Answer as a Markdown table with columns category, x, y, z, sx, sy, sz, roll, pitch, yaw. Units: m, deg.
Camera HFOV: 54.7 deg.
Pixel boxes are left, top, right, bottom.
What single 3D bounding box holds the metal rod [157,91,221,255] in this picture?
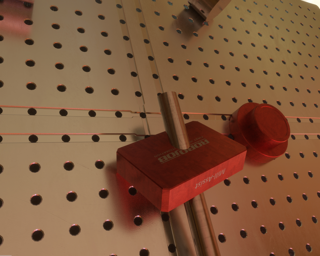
| category | x | y | z | sx | sy | sz | roll | pitch | yaw |
| --- | --- | --- | --- | --- | --- | --- | --- | --- | --- |
| metal rod | 0.043 | 0.098 | 0.347 | 0.025 | 0.025 | 0.299 | -4 | 71 | -30 |

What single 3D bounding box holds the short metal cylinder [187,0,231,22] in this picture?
| category | x | y | z | sx | sy | sz | roll | pitch | yaw |
| --- | --- | --- | --- | --- | --- | --- | --- | --- | --- |
| short metal cylinder | 0.098 | -0.246 | 0.575 | 0.050 | 0.080 | 0.080 | 47 | 51 | 4 |

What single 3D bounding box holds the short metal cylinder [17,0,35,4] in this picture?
| category | x | y | z | sx | sy | sz | roll | pitch | yaw |
| --- | --- | --- | --- | --- | --- | --- | --- | --- | --- |
| short metal cylinder | -0.185 | -0.208 | 0.400 | 0.050 | 0.080 | 0.080 | 7 | 59 | -25 |

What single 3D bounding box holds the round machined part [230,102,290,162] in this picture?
| category | x | y | z | sx | sy | sz | roll | pitch | yaw |
| --- | --- | --- | --- | --- | --- | --- | --- | --- | --- |
| round machined part | 0.162 | 0.000 | 0.484 | 0.099 | 0.042 | 0.098 | 14 | 56 | -21 |

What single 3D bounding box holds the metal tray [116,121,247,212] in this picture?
| category | x | y | z | sx | sy | sz | roll | pitch | yaw |
| --- | --- | --- | --- | --- | --- | --- | --- | --- | --- |
| metal tray | 0.026 | 0.037 | 0.365 | 0.131 | 0.030 | 0.090 | -20 | 36 | -35 |
